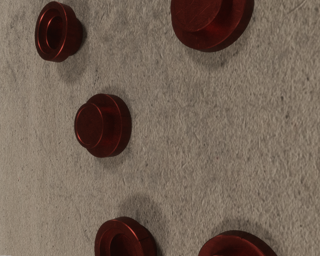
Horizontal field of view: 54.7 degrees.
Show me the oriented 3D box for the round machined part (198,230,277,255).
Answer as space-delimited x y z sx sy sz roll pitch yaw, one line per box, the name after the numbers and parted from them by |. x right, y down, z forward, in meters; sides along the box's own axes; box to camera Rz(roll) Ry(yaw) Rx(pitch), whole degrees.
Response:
0.079 0.163 0.328 0.098 0.042 0.097 0 90 39 | round machined part

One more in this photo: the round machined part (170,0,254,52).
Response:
0.051 -0.138 0.351 0.098 0.042 0.097 0 90 39 | round machined part

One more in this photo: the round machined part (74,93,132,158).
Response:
-0.092 -0.004 0.467 0.098 0.042 0.097 0 90 39 | round machined part

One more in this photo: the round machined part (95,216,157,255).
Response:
-0.043 0.171 0.427 0.098 0.042 0.097 0 90 39 | round machined part

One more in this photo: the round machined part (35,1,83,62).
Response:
-0.170 -0.161 0.531 0.098 0.042 0.097 0 90 39 | round machined part
